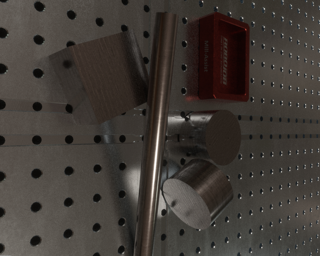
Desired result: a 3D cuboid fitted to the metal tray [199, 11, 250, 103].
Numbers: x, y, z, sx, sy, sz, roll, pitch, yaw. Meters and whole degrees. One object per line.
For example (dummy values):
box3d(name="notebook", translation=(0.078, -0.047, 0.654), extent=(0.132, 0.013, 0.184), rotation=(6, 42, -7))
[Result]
box3d(name="metal tray", translation=(0.104, -0.108, 0.495), extent=(0.091, 0.030, 0.129), rotation=(1, 90, -40))

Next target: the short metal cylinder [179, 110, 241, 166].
box3d(name="short metal cylinder", translation=(0.075, 0.013, 0.459), extent=(0.081, 0.050, 0.079), rotation=(0, 90, -40))

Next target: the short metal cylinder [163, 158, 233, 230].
box3d(name="short metal cylinder", translation=(0.051, 0.088, 0.418), extent=(0.050, 0.080, 0.080), rotation=(-34, 112, -35))

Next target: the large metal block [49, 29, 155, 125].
box3d(name="large metal block", translation=(-0.061, -0.056, 0.343), extent=(0.081, 0.050, 0.080), rotation=(-30, 109, -36))

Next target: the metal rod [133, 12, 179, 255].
box3d(name="metal rod", translation=(-0.008, 0.025, 0.358), extent=(0.025, 0.025, 0.298), rotation=(-7, 109, -40))
